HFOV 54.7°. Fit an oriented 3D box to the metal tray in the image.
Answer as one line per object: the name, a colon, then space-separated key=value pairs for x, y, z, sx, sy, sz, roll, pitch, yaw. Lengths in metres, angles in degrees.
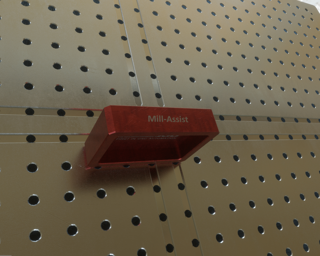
metal tray: x=-0.010 y=0.012 z=0.355 sx=0.131 sy=0.090 sz=0.030 roll=0 pitch=62 yaw=-29
